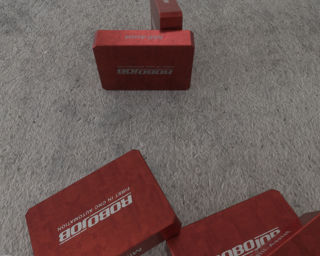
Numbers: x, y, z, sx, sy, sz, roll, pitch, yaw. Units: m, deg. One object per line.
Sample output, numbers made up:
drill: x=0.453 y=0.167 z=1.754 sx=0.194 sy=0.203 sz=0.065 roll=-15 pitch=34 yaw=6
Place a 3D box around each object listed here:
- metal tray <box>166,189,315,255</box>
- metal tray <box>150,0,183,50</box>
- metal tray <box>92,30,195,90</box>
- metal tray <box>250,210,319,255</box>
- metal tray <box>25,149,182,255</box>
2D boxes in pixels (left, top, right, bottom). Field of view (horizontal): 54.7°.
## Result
metal tray: x=0.081 y=0.123 z=0.297 sx=0.131 sy=0.030 sz=0.090 roll=-18 pitch=52 yaw=-15
metal tray: x=0.007 y=-0.155 z=0.476 sx=0.030 sy=0.089 sz=0.130 roll=-6 pitch=40 yaw=-5
metal tray: x=-0.021 y=-0.093 z=0.436 sx=0.131 sy=0.090 sz=0.030 roll=0 pitch=57 yaw=0
metal tray: x=0.118 y=0.139 z=0.256 sx=0.131 sy=0.030 sz=0.090 roll=-24 pitch=76 yaw=-25
metal tray: x=-0.057 y=0.090 z=0.302 sx=0.131 sy=0.030 sz=0.090 roll=-30 pitch=54 yaw=-5
